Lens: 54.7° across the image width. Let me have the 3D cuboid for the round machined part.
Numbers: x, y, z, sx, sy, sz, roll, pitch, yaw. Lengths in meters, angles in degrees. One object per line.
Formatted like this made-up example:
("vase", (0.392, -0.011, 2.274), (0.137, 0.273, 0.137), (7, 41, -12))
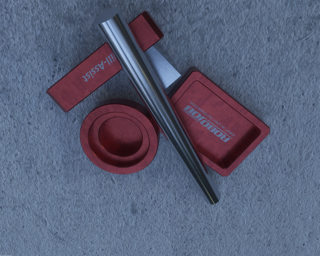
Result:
("round machined part", (-0.049, 0.008, 0.400), (0.099, 0.042, 0.097), (2, 113, 5))

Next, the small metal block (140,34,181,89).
("small metal block", (-0.005, -0.080, 0.363), (0.025, 0.050, 0.050), (-40, 120, 16))

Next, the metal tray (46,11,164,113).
("metal tray", (-0.057, -0.077, 0.346), (0.130, 0.090, 0.030), (-35, 107, 12))

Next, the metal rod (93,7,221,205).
("metal rod", (0.016, 0.003, 0.355), (0.025, 0.025, 0.299), (-25, 130, 8))

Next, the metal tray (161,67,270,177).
("metal tray", (0.065, -0.006, 0.407), (0.130, 0.030, 0.090), (36, 106, -13))
